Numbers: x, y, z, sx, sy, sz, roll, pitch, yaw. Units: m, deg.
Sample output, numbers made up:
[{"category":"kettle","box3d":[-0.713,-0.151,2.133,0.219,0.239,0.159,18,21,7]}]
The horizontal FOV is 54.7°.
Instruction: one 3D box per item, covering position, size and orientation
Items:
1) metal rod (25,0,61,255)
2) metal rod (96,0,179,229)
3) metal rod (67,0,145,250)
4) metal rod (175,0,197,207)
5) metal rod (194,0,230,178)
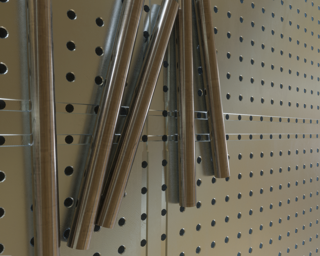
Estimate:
[{"category":"metal rod","box3d":[-0.117,0.004,0.311,0.025,0.025,0.298,-3,92,-40]},{"category":"metal rod","box3d":[-0.025,-0.028,0.389,0.025,0.025,0.299,26,74,-38]},{"category":"metal rod","box3d":[-0.060,-0.016,0.360,0.025,0.025,0.299,19,78,-39]},{"category":"metal rod","box3d":[0.036,-0.039,0.441,0.025,0.025,0.298,-3,92,-40]},{"category":"metal rod","box3d":[0.080,-0.070,0.478,0.025,0.025,0.298,-13,99,-40]}]
